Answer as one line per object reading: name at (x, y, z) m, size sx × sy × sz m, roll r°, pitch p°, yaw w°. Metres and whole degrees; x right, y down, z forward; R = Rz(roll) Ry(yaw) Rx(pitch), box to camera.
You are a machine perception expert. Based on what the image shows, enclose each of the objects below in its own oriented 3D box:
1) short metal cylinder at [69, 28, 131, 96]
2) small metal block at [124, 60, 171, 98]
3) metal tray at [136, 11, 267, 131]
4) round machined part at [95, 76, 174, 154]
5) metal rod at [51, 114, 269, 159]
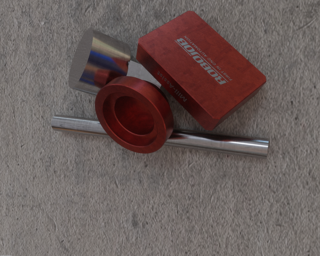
short metal cylinder at (-0.080, -0.082, 0.404) m, size 0.080 × 0.050 × 0.080 m, roll -33°, pitch 48°, yaw 48°
small metal block at (-0.011, -0.062, 0.399) m, size 0.050 × 0.050 × 0.025 m, roll 25°, pitch 99°, yaw 18°
metal tray at (0.046, -0.071, 0.364) m, size 0.090 × 0.030 × 0.130 m, roll -37°, pitch 75°, yaw -24°
round machined part at (-0.027, -0.020, 0.378) m, size 0.098 × 0.042 × 0.097 m, roll 18°, pitch 133°, yaw 21°
metal rod at (-0.014, 0.008, 0.415) m, size 0.301 × 0.025 × 0.025 m, roll 7°, pitch 92°, yaw 19°
